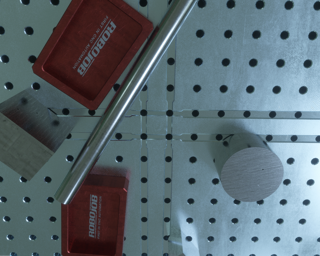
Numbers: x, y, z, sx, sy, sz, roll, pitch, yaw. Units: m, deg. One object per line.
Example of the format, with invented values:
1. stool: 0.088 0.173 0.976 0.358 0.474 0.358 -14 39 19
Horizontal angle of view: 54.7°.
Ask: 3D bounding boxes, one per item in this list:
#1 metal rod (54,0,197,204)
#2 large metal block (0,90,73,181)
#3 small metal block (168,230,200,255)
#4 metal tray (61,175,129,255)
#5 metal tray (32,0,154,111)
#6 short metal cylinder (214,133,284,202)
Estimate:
1. metal rod: -0.048 -0.030 0.384 0.025 0.025 0.299 31 101 -11
2. large metal block: -0.166 0.006 0.385 0.080 0.080 0.050 41 105 -14
3. small metal block: 0.038 0.194 0.472 0.025 0.050 0.050 -35 107 12
4. metal tray: -0.096 0.134 0.458 0.091 0.030 0.129 6 110 -2
5. metal tray: -0.080 -0.097 0.373 0.090 0.030 0.129 35 106 -12
6. short metal cylinder: 0.118 0.052 0.420 0.081 0.050 0.079 0 110 0
